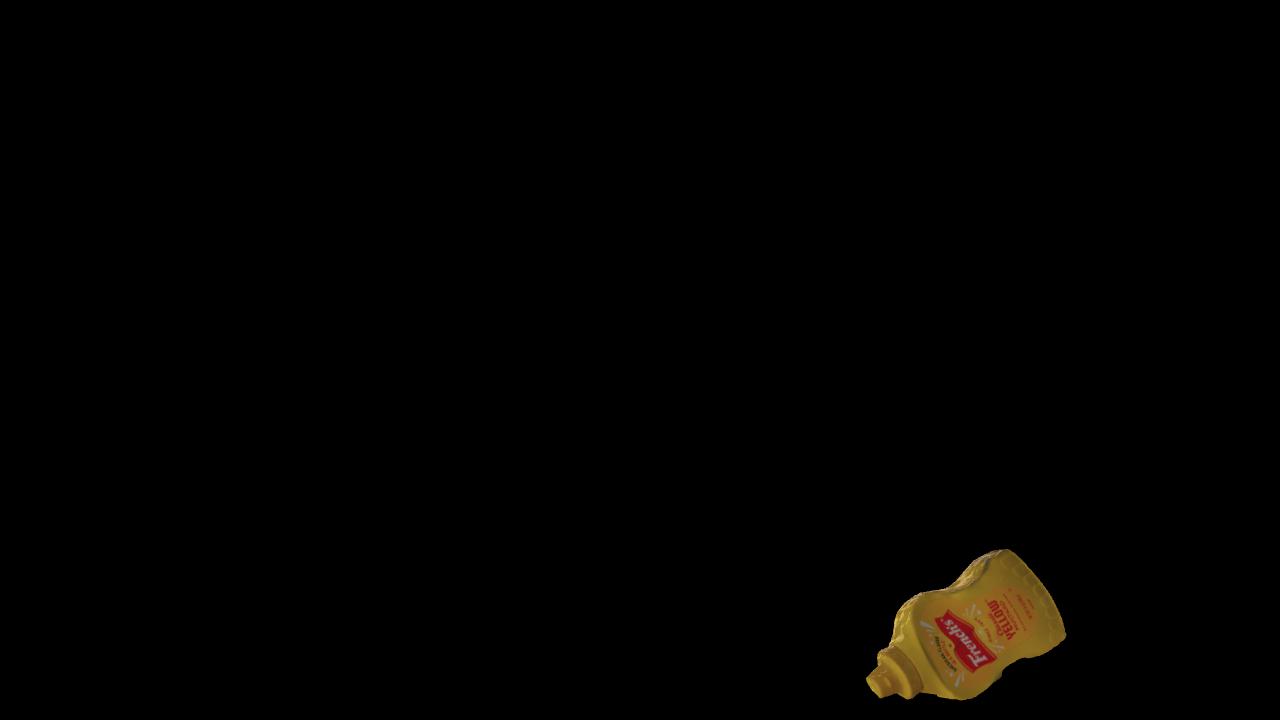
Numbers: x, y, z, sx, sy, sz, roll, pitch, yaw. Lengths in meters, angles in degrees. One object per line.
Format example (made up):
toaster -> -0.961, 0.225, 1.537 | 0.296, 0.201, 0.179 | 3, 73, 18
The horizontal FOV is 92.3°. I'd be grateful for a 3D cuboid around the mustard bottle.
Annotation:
mustard bottle -> 0.282, 0.250, 0.553 | 0.184, 0.092, 0.054 | -22, -12, -14
